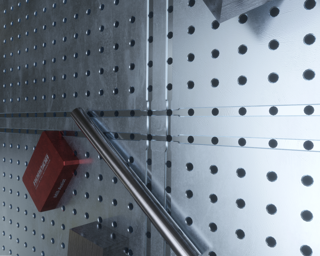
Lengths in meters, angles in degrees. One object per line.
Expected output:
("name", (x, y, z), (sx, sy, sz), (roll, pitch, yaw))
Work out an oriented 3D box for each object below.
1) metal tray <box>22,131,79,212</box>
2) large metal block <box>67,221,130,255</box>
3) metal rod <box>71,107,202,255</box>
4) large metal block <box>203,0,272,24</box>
("metal tray", (-0.207, 0.080, 0.578), (0.090, 0.030, 0.129), (47, 118, 29))
("large metal block", (-0.096, 0.200, 0.473), (0.080, 0.050, 0.079), (10, 96, 39))
("metal rod", (-0.049, 0.068, 0.450), (0.300, 0.025, 0.025), (46, 117, 30))
("large metal block", (0.081, -0.156, 0.285), (0.080, 0.080, 0.050), (-25, 69, -5))
